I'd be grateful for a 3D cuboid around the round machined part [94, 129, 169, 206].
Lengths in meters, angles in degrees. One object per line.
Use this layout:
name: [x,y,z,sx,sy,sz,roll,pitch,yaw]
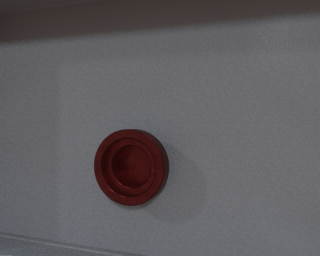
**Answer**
round machined part: [-0.034,0.050,0.413,0.098,0.042,0.097,0,90,19]
